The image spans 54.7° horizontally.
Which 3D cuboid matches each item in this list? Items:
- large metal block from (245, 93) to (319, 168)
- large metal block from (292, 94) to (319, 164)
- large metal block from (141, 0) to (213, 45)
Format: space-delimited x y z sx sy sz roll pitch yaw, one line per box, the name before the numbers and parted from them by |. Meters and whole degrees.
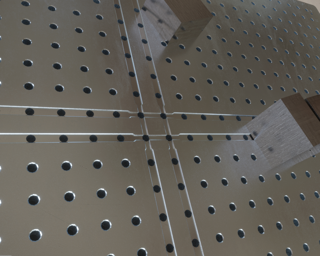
large metal block | 0.194 0.004 0.477 0.050 0.080 0.080 -17 71 -35
large metal block | 0.244 0.002 0.506 0.050 0.080 0.080 -15 70 -34
large metal block | 0.029 -0.198 0.531 0.081 0.050 0.080 -26 76 -37
